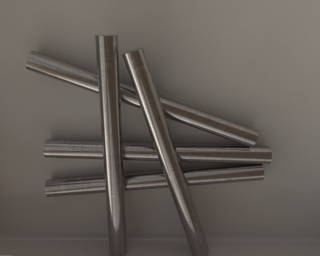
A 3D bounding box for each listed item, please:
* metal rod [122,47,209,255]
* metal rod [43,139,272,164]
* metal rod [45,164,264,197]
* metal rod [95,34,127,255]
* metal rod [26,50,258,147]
[{"bbox_3d":[0.014,0.046,0.400,0.025,0.025,0.298,-17,110,6],"label":"metal rod"},{"bbox_3d":[-0.002,0.032,0.421,0.302,0.025,0.025,2,110,-1],"label":"metal rod"},{"bbox_3d":[-0.008,0.073,0.437,0.302,0.025,0.025,-5,110,1],"label":"metal rod"},{"bbox_3d":[-0.060,0.037,0.395,0.025,0.025,0.298,0,110,-1],"label":"metal rod"},{"bbox_3d":[-0.016,-0.034,0.396,0.302,0.025,0.025,19,109,-8],"label":"metal rod"}]
